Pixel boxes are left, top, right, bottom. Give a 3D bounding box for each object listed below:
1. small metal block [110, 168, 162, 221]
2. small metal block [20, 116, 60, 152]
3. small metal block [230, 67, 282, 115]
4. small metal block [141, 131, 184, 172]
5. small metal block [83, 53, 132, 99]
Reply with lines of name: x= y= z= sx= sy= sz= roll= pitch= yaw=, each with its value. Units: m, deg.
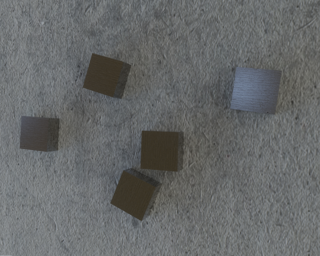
small metal block: x=-0.032 y=0.089 z=0.420 sx=0.050 sy=0.025 sz=0.050 roll=24 pitch=98 yaw=18
small metal block: x=-0.184 y=0.008 z=0.474 sx=0.050 sy=0.025 sz=0.050 roll=5 pitch=92 yaw=20
small metal block: x=0.114 y=-0.044 z=0.369 sx=0.050 sy=0.025 sz=0.050 roll=9 pitch=93 yaw=19
small metal block: x=0.003 y=0.029 z=0.408 sx=0.050 sy=0.025 sz=0.050 roll=2 pitch=91 yaw=20
small metal block: x=-0.074 y=-0.073 z=0.435 sx=0.050 sy=0.025 sz=0.050 roll=19 pitch=96 yaw=19
